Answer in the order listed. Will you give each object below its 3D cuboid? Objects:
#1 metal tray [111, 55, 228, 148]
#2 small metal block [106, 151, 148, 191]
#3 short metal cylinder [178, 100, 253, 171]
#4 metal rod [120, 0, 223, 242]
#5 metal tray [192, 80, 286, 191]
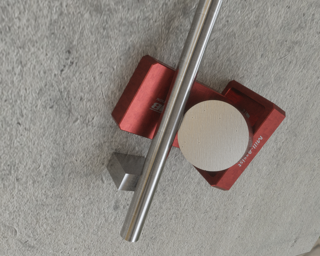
[{"bbox_3d":[0.016,-0.026,0.398,0.131,0.030,0.090,20,108,-36],"label":"metal tray"},{"bbox_3d":[-0.037,0.058,0.409,0.050,0.050,0.025,13,112,-34],"label":"small metal block"},{"bbox_3d":[0.067,0.009,0.369,0.080,0.080,0.050,-56,161,11],"label":"short metal cylinder"},{"bbox_3d":[0.009,-0.001,0.363,0.025,0.025,0.298,11,104,-34],"label":"metal rod"},{"bbox_3d":[0.095,0.008,0.425,0.030,0.090,0.129,26,104,-37],"label":"metal tray"}]
